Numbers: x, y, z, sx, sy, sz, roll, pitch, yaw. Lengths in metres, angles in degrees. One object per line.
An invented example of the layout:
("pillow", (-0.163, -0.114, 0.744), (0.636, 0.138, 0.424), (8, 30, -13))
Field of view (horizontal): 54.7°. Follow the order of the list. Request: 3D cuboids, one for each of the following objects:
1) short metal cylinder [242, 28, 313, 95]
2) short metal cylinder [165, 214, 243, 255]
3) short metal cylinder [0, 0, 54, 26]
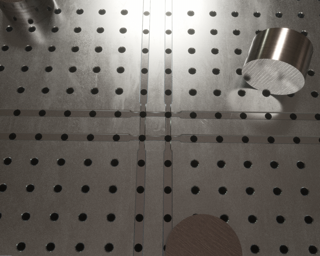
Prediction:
("short metal cylinder", (0.157, -0.088, 0.417), (0.080, 0.080, 0.050), (21, 71, 7))
("short metal cylinder", (0.046, 0.140, 0.348), (0.081, 0.050, 0.080), (0, 70, -1))
("short metal cylinder", (-0.209, -0.205, 0.471), (0.081, 0.050, 0.080), (0, 70, 0))
